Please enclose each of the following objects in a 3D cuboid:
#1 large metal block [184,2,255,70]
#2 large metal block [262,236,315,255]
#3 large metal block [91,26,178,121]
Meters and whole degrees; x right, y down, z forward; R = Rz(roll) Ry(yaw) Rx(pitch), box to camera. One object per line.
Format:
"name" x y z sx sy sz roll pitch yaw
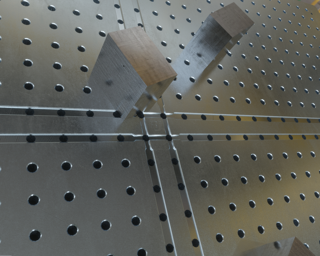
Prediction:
"large metal block" 0.100 -0.156 0.524 0.050 0.080 0.080 48 51 5
"large metal block" 0.158 0.191 0.363 0.080 0.050 0.080 44 51 2
"large metal block" -0.036 -0.069 0.397 0.050 0.080 0.080 -28 77 -37
